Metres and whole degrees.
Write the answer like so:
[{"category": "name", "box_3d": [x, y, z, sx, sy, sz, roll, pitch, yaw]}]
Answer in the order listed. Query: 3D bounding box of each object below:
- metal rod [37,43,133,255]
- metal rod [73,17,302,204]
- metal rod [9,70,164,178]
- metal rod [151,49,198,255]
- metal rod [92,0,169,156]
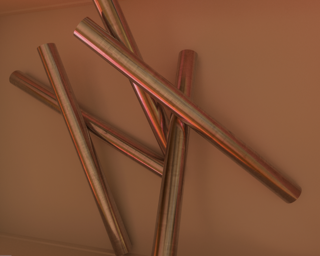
[{"category": "metal rod", "box_3d": [-0.102, 0.030, 0.423, 0.025, 0.025, 0.299, -20, 92, 18]}, {"category": "metal rod", "box_3d": [0.036, -0.015, 0.341, 0.301, 0.025, 0.025, 38, 103, -7]}, {"category": "metal rod", "box_3d": [-0.102, -0.008, 0.445, 0.301, 0.025, 0.025, 30, 100, 17]}, {"category": "metal rod", "box_3d": [0.016, 0.043, 0.342, 0.025, 0.025, 0.299, 0, 66, 19]}, {"category": "metal rod", "box_3d": [-0.038, -0.091, 0.350, 0.025, 0.025, 0.299, -16, 113, 19]}]
